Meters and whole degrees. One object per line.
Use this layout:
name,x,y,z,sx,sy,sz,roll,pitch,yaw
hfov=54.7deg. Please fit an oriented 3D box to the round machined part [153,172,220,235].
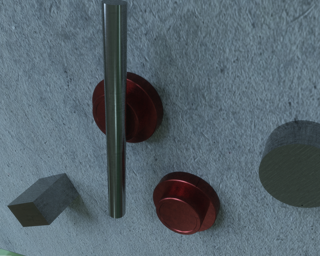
round machined part,0.033,0.115,0.449,0.098,0.042,0.097,13,124,21

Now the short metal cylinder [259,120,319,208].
short metal cylinder,0.152,0.038,0.334,0.080,0.050,0.079,13,124,21

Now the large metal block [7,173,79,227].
large metal block,-0.211,0.131,0.563,0.080,0.080,0.050,-16,110,34

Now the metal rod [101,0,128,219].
metal rod,-0.054,0.002,0.382,0.025,0.025,0.298,17,126,18

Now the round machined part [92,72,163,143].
round machined part,-0.049,-0.021,0.409,0.098,0.042,0.097,13,124,21
